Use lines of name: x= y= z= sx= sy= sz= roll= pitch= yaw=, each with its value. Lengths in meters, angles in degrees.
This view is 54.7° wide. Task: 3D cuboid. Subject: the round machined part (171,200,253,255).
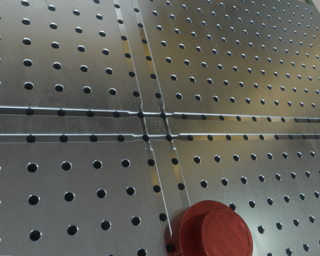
round machined part: x=0.066 y=0.130 z=0.355 sx=0.099 sy=0.042 sz=0.098 roll=14 pitch=56 yaw=-21
